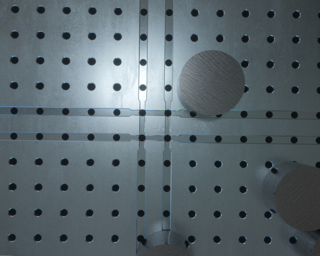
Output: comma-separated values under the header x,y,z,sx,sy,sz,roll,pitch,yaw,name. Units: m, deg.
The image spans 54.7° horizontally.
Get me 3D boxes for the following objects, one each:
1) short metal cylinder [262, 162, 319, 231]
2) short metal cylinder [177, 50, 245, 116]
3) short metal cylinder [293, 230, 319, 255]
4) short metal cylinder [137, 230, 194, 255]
x,y,z,sx,sy,sz,roll,pitch,yaw,name
0.181,0.086,0.403,0.081,0.050,0.079,0,90,-1,short metal cylinder
0.064,-0.055,0.402,0.081,0.050,0.079,0,90,-1,short metal cylinder
0.225,0.161,0.404,0.081,0.050,0.079,0,90,-1,short metal cylinder
0.007,0.181,0.401,0.081,0.050,0.079,0,90,-1,short metal cylinder
